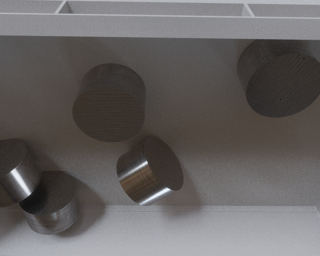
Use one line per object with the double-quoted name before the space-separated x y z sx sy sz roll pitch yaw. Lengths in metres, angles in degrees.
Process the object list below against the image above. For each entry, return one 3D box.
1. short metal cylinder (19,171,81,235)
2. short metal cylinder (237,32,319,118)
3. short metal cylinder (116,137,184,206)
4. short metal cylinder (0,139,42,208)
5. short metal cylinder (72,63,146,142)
"short metal cylinder" -0.164 0.111 0.466 0.081 0.080 0.050 1 130 -1
"short metal cylinder" 0.131 -0.058 0.344 0.081 0.050 0.079 0 130 0
"short metal cylinder" -0.012 0.059 0.423 0.050 0.080 0.080 -34 123 25
"short metal cylinder" -0.212 0.060 0.422 0.080 0.080 0.050 -7 130 6
"short metal cylinder" -0.058 -0.029 0.367 0.081 0.050 0.079 0 130 0
